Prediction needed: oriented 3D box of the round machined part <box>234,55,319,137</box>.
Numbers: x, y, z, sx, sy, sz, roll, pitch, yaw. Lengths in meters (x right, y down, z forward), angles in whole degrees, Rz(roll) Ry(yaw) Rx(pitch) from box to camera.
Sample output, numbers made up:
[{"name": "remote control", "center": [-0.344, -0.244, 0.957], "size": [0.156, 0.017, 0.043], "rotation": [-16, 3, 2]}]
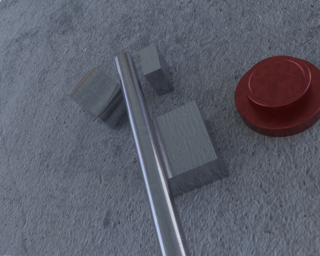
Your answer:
[{"name": "round machined part", "center": [0.133, -0.042, 0.349], "size": [0.098, 0.042, 0.098], "rotation": [-13, 56, 20]}]

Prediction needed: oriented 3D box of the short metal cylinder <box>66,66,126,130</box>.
[{"name": "short metal cylinder", "center": [-0.083, -0.041, 0.436], "size": [0.080, 0.080, 0.050], "rotation": [32, 79, 37]}]

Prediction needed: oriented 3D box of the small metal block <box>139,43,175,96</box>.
[{"name": "small metal block", "center": [-0.004, -0.082, 0.439], "size": [0.025, 0.050, 0.050], "rotation": [-21, 54, 15]}]

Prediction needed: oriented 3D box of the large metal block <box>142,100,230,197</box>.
[{"name": "large metal block", "center": [0.023, 0.027, 0.358], "size": [0.080, 0.050, 0.080], "rotation": [-25, 53, 12]}]

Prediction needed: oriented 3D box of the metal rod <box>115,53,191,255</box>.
[{"name": "metal rod", "center": [-0.013, 0.023, 0.331], "size": [0.025, 0.025, 0.299], "rotation": [-26, 53, 12]}]
